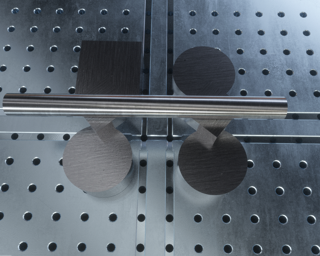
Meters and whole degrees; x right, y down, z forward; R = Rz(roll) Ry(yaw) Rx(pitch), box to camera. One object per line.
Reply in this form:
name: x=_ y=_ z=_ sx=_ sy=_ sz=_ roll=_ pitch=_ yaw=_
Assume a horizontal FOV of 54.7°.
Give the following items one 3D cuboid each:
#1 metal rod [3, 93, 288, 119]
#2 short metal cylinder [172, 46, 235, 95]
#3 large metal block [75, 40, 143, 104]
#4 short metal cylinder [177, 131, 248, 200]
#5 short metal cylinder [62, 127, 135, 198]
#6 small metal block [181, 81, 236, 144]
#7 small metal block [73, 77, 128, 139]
metal rod: x=-0.016 y=-0.024 z=0.340 sx=0.302 sy=0.025 sz=0.025 roll=1 pitch=70 yaw=0
short metal cylinder: x=0.057 y=-0.063 z=0.422 sx=0.081 sy=0.050 sz=0.080 roll=0 pitch=70 yaw=0
large metal block: x=-0.065 y=-0.070 z=0.423 sx=0.080 sy=0.050 sz=0.080 roll=1 pitch=70 yaw=0
short metal cylinder: x=0.061 y=0.046 z=0.382 sx=0.081 sy=0.050 sz=0.080 roll=0 pitch=70 yaw=0
short metal cylinder: x=-0.072 y=0.042 z=0.381 sx=0.081 sy=0.050 sz=0.080 roll=0 pitch=70 yaw=0
small metal block: x=0.060 y=-0.018 z=0.366 sx=0.050 sy=0.025 sz=0.050 roll=39 pitch=74 yaw=13
small metal block: x=-0.067 y=-0.024 z=0.367 sx=0.050 sy=0.025 sz=0.050 roll=-38 pitch=75 yaw=-13
